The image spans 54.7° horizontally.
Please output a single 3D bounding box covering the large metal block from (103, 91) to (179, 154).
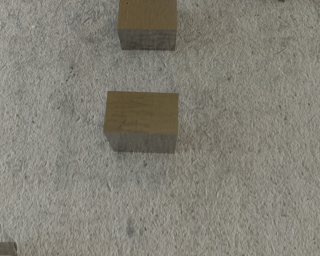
[{"bbox_3d":[-0.020,-0.004,0.380,0.080,0.080,0.050,2,70,1],"label":"large metal block"}]

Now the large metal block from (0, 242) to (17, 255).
[{"bbox_3d":[-0.196,0.177,0.329,0.080,0.050,0.080,-21,72,-8],"label":"large metal block"}]

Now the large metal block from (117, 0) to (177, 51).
[{"bbox_3d":[-0.017,-0.162,0.454,0.080,0.050,0.080,1,70,0],"label":"large metal block"}]

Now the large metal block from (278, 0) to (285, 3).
[{"bbox_3d":[0.182,-0.260,0.491,0.080,0.050,0.080,26,72,9],"label":"large metal block"}]
